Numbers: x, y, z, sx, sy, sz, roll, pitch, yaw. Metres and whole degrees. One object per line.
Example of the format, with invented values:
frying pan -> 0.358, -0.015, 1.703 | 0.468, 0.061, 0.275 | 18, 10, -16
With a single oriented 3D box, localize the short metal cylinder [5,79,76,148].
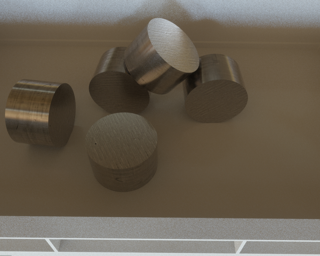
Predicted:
short metal cylinder -> -0.144, -0.018, 0.383 | 0.050, 0.080, 0.080 | 7, 50, 5

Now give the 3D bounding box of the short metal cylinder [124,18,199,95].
short metal cylinder -> 0.003, -0.089, 0.389 | 0.080, 0.050, 0.080 | 23, 50, -30

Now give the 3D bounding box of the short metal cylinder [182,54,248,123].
short metal cylinder -> 0.071, -0.051, 0.413 | 0.081, 0.080, 0.050 | -1, 50, -1

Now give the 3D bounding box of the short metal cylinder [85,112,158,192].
short metal cylinder -> -0.043, 0.028, 0.365 | 0.081, 0.050, 0.080 | 0, 50, 0

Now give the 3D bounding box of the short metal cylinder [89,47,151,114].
short metal cylinder -> -0.050, -0.062, 0.421 | 0.080, 0.080, 0.050 | 6, 50, 5
